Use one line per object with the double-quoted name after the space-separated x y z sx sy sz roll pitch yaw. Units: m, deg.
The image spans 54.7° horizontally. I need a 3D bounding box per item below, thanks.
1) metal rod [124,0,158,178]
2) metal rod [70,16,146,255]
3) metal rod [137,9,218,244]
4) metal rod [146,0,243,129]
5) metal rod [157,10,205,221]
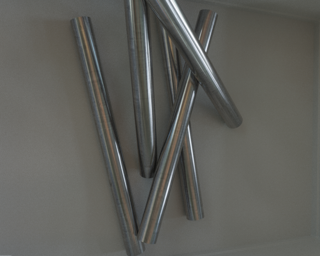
-0.021 -0.071 0.336 0.025 0.025 0.298 -14 121 -20 "metal rod"
-0.064 0.014 0.387 0.025 0.025 0.298 -14 95 -20 "metal rod"
0.023 -0.005 0.393 0.025 0.025 0.299 17 86 -20 "metal rod"
0.037 -0.084 0.347 0.025 0.025 0.300 -56 137 -11 "metal rod"
0.027 -0.023 0.421 0.025 0.025 0.298 -10 94 -20 "metal rod"
